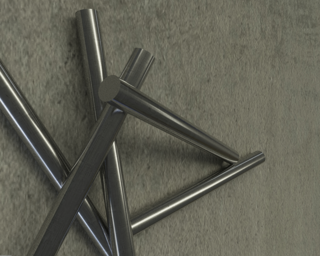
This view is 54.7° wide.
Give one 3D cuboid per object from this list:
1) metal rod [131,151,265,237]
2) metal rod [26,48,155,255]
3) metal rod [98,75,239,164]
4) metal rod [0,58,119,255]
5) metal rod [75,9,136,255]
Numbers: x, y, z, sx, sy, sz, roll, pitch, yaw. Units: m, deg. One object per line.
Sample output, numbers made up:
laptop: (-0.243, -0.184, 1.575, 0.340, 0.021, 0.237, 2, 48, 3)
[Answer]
metal rod: (0.066, 0.088, 0.462, 0.302, 0.025, 0.025, -17, 101, -39)
metal rod: (-0.080, 0.055, 0.303, 0.025, 0.025, 0.299, 33, 78, -36)
metal rod: (0.037, 0.007, 0.388, 0.301, 0.025, 0.025, 27, 73, -53)
metal rod: (-0.096, 0.061, 0.325, 0.025, 0.025, 0.299, -40, 115, -33)
metal rod: (-0.057, 0.022, 0.339, 0.025, 0.025, 0.298, -9, 90, -40)
